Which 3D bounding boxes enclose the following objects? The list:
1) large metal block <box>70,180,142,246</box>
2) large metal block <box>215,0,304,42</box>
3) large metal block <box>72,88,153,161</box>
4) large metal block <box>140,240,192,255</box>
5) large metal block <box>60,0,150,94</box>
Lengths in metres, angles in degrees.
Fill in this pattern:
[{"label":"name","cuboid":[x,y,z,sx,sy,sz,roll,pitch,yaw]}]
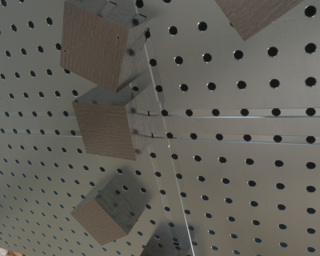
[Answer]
[{"label":"large metal block","cuboid":[-0.093,0.147,0.533,0.080,0.050,0.080,49,128,-7]},{"label":"large metal block","cuboid":[0.088,-0.136,0.265,0.080,0.050,0.080,-32,101,38]},{"label":"large metal block","cuboid":[-0.062,-0.007,0.422,0.080,0.050,0.079,6,121,25]},{"label":"large metal block","cuboid":[0.015,0.250,0.540,0.080,0.050,0.080,-1,118,28]},{"label":"large metal block","cuboid":[-0.067,-0.100,0.367,0.080,0.050,0.079,27,128,11]}]
